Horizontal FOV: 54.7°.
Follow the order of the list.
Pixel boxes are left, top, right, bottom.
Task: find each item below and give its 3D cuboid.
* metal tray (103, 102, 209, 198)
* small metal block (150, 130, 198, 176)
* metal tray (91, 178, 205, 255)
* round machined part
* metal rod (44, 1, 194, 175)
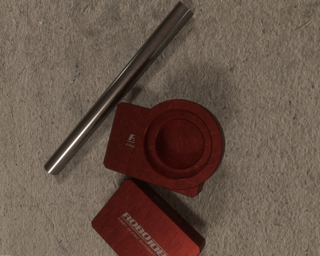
[{"bbox_3d":[-0.001,0.025,0.398,0.130,0.030,0.089,16,95,18],"label":"metal tray"},{"bbox_3d":[0.019,0.031,0.402,0.050,0.025,0.050,10,93,19],"label":"small metal block"},{"bbox_3d":[-0.018,0.139,0.412,0.130,0.030,0.090,42,103,15],"label":"metal tray"},{"bbox_3d":[0.024,0.018,0.351,0.098,0.042,0.097,0,90,19],"label":"round machined part"},{"bbox_3d":[-0.064,-0.046,0.430,0.025,0.025,0.299,46,104,14],"label":"metal rod"}]
